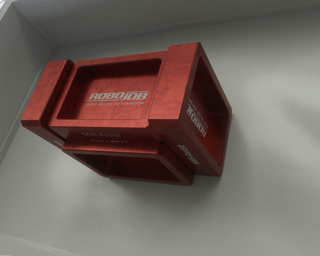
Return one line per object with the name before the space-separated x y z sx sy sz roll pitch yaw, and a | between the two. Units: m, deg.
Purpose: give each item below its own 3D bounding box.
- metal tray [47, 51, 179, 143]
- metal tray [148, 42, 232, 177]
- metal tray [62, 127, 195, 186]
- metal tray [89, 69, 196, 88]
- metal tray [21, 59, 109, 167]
metal tray | -0.049 -0.033 0.330 0.130 0.030 0.090 1 62 28
metal tray | 0.039 -0.013 0.323 0.030 0.130 0.090 1 63 29
metal tray | -0.034 0.033 0.358 0.130 0.090 0.030 0 62 28
metal tray | -0.013 -0.046 0.395 0.130 0.090 0.030 0 63 29
metal tray | -0.103 -0.014 0.399 0.030 0.130 0.090 1 63 29
